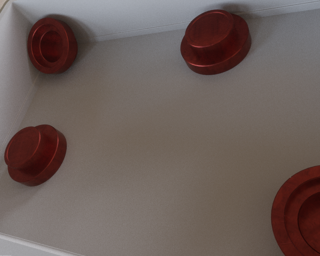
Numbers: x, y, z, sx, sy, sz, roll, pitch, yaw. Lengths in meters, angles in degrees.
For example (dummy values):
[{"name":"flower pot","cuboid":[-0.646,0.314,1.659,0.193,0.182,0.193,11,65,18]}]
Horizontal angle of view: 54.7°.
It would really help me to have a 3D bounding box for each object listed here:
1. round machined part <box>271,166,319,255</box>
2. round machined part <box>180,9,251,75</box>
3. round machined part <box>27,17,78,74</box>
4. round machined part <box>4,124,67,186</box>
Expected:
[{"name":"round machined part","cuboid":[0.149,0.084,0.265,0.098,0.042,0.098,-13,56,21]},{"name":"round machined part","cuboid":[0.074,-0.126,0.433,0.098,0.042,0.098,-13,56,21]},{"name":"round machined part","cuboid":[-0.191,-0.148,0.567,0.098,0.042,0.097,4,99,25]},{"name":"round machined part","cuboid":[-0.197,0.036,0.476,0.098,0.042,0.098,-13,56,21]}]
